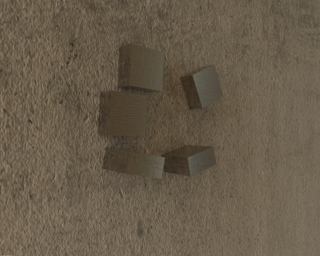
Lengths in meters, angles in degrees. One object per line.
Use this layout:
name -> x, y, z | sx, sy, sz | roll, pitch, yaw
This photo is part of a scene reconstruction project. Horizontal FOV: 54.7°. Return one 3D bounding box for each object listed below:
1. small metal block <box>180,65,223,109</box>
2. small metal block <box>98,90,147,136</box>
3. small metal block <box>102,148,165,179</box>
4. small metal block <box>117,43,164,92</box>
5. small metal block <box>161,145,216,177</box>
small metal block -> 0.062, -0.060, 0.456 | 0.050, 0.025, 0.050 | -31, 109, -36
small metal block -> -0.044, -0.016, 0.368 | 0.050, 0.025, 0.050 | 3, 88, -40
small metal block -> -0.031, 0.041, 0.362 | 0.050, 0.050, 0.025 | 16, 80, -39
small metal block -> -0.023, -0.073, 0.385 | 0.050, 0.025, 0.050 | 4, 88, -40
small metal block -> 0.039, 0.043, 0.421 | 0.050, 0.050, 0.025 | -17, 101, -39
